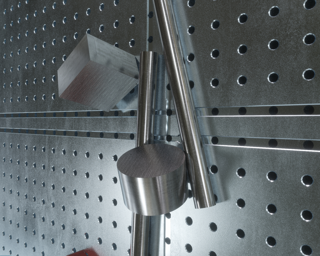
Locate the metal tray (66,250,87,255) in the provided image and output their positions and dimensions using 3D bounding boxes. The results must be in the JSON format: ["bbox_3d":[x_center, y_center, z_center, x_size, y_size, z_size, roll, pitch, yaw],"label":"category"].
[{"bbox_3d":[-0.117,0.278,0.503,0.130,0.030,0.089,34,111,34],"label":"metal tray"}]

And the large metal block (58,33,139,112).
[{"bbox_3d":[-0.087,-0.074,0.439,0.080,0.080,0.050,-38,51,33],"label":"large metal block"}]

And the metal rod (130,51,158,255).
[{"bbox_3d":[-0.023,0.047,0.427,0.025,0.025,0.298,5,93,40],"label":"metal rod"}]

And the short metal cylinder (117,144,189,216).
[{"bbox_3d":[-0.008,0.059,0.372,0.080,0.081,0.050,13,120,39],"label":"short metal cylinder"}]

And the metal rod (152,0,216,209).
[{"bbox_3d":[0.025,-0.052,0.388,0.025,0.025,0.299,-18,78,38],"label":"metal rod"}]
